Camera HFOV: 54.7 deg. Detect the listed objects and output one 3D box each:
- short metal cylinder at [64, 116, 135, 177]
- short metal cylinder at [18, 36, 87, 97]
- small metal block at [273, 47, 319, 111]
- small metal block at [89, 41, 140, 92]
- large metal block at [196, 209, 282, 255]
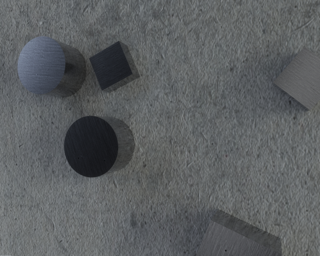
[{"bbox_3d":[-0.082,0.024,0.423,0.080,0.050,0.079,0,90,19],"label":"short metal cylinder"},{"bbox_3d":[-0.155,-0.086,0.449,0.080,0.050,0.079,0,90,19],"label":"short metal cylinder"},{"bbox_3d":[0.166,-0.054,0.351,0.050,0.025,0.050,42,103,14],"label":"small metal block"},{"bbox_3d":[-0.063,-0.084,0.430,0.050,0.025,0.050,-25,82,18],"label":"small metal block"},{"bbox_3d":[0.087,0.155,0.365,0.080,0.050,0.080,23,97,18],"label":"large metal block"}]
